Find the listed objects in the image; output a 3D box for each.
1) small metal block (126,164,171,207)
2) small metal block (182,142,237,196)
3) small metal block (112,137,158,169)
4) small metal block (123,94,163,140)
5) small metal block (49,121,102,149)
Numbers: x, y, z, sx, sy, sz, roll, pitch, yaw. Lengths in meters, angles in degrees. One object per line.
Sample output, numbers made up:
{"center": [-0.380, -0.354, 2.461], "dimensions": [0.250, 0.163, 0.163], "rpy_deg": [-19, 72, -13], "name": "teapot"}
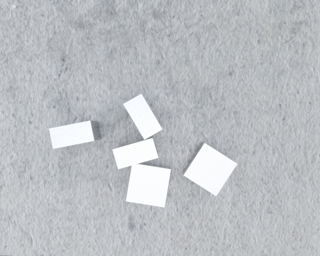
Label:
{"center": [-0.015, 0.073, 0.410], "dimensions": [0.050, 0.025, 0.050], "rpy_deg": [9, 90, -1], "name": "small metal block"}
{"center": [0.065, 0.053, 0.411], "dimensions": [0.050, 0.025, 0.050], "rpy_deg": [33, 90, -1], "name": "small metal block"}
{"center": [-0.030, 0.031, 0.397], "dimensions": [0.050, 0.050, 0.025], "rpy_deg": [-16, 90, 0], "name": "small metal block"}
{"center": [-0.022, -0.013, 0.397], "dimensions": [0.025, 0.050, 0.050], "rpy_deg": [-30, 90, -4], "name": "small metal block"}
{"center": [-0.106, 0.008, 0.396], "dimensions": [0.050, 0.050, 0.025], "rpy_deg": [-11, 90, 0], "name": "small metal block"}
